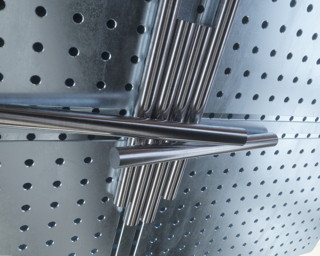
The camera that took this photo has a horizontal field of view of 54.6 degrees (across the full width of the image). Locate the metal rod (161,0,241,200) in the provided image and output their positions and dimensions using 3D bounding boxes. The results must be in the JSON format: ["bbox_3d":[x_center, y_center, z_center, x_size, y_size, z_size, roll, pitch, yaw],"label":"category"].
[{"bbox_3d":[0.048,-0.028,0.418,0.025,0.025,0.298,1,118,-29],"label":"metal rod"}]

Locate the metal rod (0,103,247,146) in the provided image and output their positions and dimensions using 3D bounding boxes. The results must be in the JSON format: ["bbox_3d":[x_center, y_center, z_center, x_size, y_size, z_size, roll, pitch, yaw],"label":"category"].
[{"bbox_3d":[-0.031,-0.001,0.363,0.302,0.025,0.025,5,116,-21],"label":"metal rod"}]

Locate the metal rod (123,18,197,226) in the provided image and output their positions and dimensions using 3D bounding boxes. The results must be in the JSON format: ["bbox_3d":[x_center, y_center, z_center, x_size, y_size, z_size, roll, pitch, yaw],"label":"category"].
[{"bbox_3d":[-0.008,0.009,0.411,0.025,0.025,0.298,1,118,-29],"label":"metal rod"}]

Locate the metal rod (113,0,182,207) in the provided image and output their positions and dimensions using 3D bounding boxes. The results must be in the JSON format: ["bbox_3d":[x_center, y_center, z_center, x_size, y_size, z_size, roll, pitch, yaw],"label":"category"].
[{"bbox_3d":[-0.020,-0.026,0.383,0.025,0.025,0.298,1,118,-29],"label":"metal rod"}]

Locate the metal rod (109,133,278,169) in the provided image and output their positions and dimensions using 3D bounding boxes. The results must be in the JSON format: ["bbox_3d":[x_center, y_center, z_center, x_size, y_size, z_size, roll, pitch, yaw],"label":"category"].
[{"bbox_3d":[0.070,0.027,0.438,0.302,0.025,0.025,-3,120,-37],"label":"metal rod"}]

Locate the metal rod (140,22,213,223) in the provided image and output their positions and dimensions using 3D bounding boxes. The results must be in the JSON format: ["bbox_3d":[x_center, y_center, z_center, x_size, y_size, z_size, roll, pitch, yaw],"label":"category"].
[{"bbox_3d":[0.014,0.010,0.425,0.025,0.025,0.298,1,118,-29],"label":"metal rod"}]
